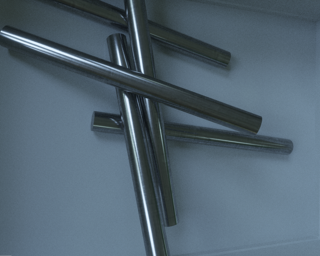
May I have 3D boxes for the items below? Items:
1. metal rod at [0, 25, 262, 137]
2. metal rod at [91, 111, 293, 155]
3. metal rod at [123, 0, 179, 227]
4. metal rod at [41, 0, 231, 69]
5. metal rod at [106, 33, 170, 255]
[{"bbox_3d":[-0.031,-0.053,0.350,0.301,0.025,0.025,20,83,-1],"label":"metal rod"},{"bbox_3d":[0.058,0.010,0.431,0.302,0.025,0.025,8,88,-20],"label":"metal rod"},{"bbox_3d":[-0.011,-0.029,0.378,0.025,0.025,0.298,-10,94,-20],"label":"metal rod"},{"bbox_3d":[-0.043,-0.135,0.394,0.302,0.025,0.025,15,85,-20],"label":"metal rod"},{"bbox_3d":[-0.025,0.029,0.356,0.025,0.025,0.299,-7,75,-20],"label":"metal rod"}]
